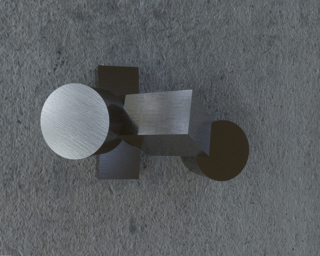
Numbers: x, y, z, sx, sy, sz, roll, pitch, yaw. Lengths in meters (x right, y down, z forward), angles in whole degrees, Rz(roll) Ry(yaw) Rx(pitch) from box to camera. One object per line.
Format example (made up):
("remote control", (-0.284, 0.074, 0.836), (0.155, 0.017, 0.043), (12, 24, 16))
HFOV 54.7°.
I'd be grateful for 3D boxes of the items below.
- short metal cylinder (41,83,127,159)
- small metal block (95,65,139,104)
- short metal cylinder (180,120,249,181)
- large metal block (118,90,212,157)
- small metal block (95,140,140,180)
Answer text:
("short metal cylinder", (-0.083, -0.007, 0.348), (0.080, 0.050, 0.079), (0, 91, 15))
("small metal block", (-0.054, -0.051, 0.390), (0.050, 0.025, 0.050), (-1, 91, -21))
("short metal cylinder", (0.073, 0.029, 0.426), (0.081, 0.050, 0.079), (0, 90, -21))
("large metal block", (0.010, -0.002, 0.366), (0.080, 0.080, 0.050), (43, 50, -58))
("small metal block", (-0.053, 0.038, 0.391), (0.050, 0.025, 0.050), (3, 89, -20))
